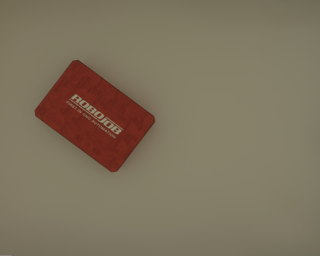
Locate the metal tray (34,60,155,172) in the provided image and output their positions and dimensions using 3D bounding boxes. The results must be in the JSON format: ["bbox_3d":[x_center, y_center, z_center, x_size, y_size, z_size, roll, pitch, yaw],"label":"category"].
[{"bbox_3d":[-0.083,-0.015,0.408,0.130,0.030,0.090,37,90,-1],"label":"metal tray"}]
